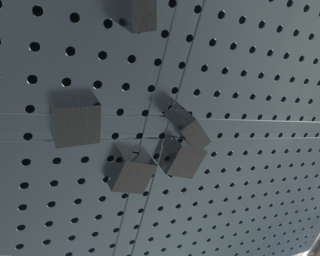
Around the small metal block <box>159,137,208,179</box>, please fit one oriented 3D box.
[{"bbox_3d":[0.034,0.045,0.460,0.050,0.025,0.050,16,110,-35],"label":"small metal block"}]

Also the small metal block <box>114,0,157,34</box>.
[{"bbox_3d":[-0.025,-0.125,0.305,0.025,0.050,0.050,-15,125,-21],"label":"small metal block"}]

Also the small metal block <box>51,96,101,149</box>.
[{"bbox_3d":[-0.096,-0.007,0.355,0.050,0.025,0.050,-7,122,-25],"label":"small metal block"}]

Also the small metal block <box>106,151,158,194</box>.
[{"bbox_3d":[-0.039,0.063,0.430,0.050,0.025,0.050,14,111,-34],"label":"small metal block"}]

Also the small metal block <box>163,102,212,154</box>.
[{"bbox_3d":[0.037,0.000,0.417,0.025,0.050,0.050,-40,130,-1],"label":"small metal block"}]
